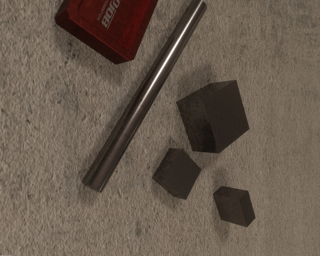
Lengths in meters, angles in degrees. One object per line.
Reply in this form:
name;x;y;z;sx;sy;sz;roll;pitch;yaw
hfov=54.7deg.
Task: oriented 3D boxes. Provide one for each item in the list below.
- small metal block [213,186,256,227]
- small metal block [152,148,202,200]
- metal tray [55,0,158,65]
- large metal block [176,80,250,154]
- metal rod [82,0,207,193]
small metal block;0.117;0.123;0.490;0.025;0.050;0.050;-30;109;-36
small metal block;0.024;0.063;0.428;0.050;0.025;0.050;46;62;-30
metal tray;-0.051;-0.152;0.359;0.090;0.030;0.130;31;71;-36
large metal block;0.080;-0.018;0.458;0.081;0.050;0.080;-31;110;-36
metal rod;-0.009;-0.057;0.398;0.025;0.025;0.300;43;64;-32
